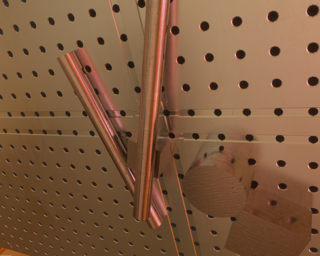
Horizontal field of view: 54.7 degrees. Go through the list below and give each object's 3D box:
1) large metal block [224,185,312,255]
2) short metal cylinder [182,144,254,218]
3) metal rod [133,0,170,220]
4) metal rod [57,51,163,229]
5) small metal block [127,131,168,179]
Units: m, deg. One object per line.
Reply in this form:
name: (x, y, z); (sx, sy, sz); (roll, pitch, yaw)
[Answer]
large metal block: (0.139, 0.132, 0.404); (0.080, 0.050, 0.079); (22, 127, 14)
short metal cylinder: (0.075, 0.067, 0.397); (0.080, 0.050, 0.079); (13, 124, 20)
metal rod: (-0.014, -0.007, 0.389); (0.025, 0.025, 0.298); (15, 117, 19)
metal rod: (-0.067, 0.029, 0.464); (0.025, 0.025, 0.299); (-13, 112, 33)
small metal block: (-0.019, 0.038, 0.445); (0.050, 0.025, 0.050); (18, 126, 17)
